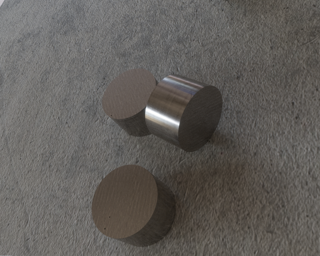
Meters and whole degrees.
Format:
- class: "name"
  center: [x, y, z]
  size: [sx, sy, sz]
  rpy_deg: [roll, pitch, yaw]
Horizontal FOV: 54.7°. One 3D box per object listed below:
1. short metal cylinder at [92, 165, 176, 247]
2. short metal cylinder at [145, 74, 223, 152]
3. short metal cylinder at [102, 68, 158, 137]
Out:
- class: "short metal cylinder"
  center: [-0.028, 0.088, 0.349]
  size: [0.080, 0.050, 0.080]
  rpy_deg: [-13, 56, 21]
- class: "short metal cylinder"
  center: [0.029, -0.018, 0.364]
  size: [0.050, 0.080, 0.080]
  rpy_deg: [26, 76, 37]
- class: "short metal cylinder"
  center: [-0.031, -0.035, 0.426]
  size: [0.080, 0.050, 0.080]
  rpy_deg: [-13, 56, 21]
